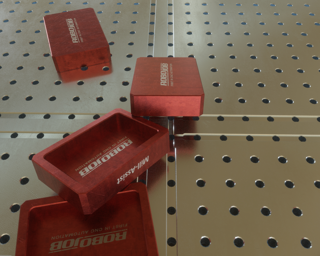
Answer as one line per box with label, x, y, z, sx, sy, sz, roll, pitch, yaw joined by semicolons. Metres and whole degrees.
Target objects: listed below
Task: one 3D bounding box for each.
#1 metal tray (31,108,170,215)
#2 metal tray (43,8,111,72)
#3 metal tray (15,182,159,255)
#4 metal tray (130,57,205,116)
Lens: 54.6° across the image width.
metal tray;-0.062;0.029;0.353;0.090;0.030;0.131;24;43;33
metal tray;-0.145;-0.156;0.535;0.091;0.030;0.130;-15;52;-13
metal tray;-0.072;0.109;0.312;0.131;0.030;0.090;-8;51;-7
metal tray;0.009;-0.062;0.433;0.090;0.030;0.130;0;33;0
